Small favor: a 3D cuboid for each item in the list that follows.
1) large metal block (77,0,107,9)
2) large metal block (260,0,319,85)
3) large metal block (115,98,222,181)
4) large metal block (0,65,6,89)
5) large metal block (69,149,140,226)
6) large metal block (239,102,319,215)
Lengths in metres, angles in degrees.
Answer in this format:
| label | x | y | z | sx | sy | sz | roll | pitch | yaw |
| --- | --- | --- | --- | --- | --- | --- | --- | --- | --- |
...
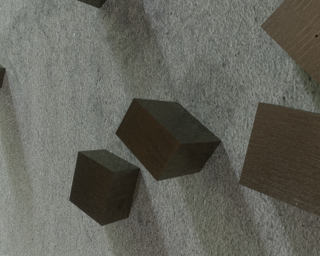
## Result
| label | x | y | z | sx | sy | sz | roll | pitch | yaw |
| --- | --- | --- | --- | --- | --- | --- | --- | --- | --- |
| large metal block | -0.101 | -0.247 | 0.472 | 0.080 | 0.050 | 0.080 | -35 | 69 | 34 |
| large metal block | 0.151 | -0.088 | 0.264 | 0.080 | 0.050 | 0.080 | -48 | 62 | 29 |
| large metal block | 0.010 | 0.011 | 0.361 | 0.080 | 0.081 | 0.050 | 45 | 117 | 30 |
| large metal block | -0.420 | -0.132 | 0.716 | 0.080 | 0.081 | 0.050 | 31 | 109 | 36 |
| large metal block | -0.083 | 0.084 | 0.458 | 0.080 | 0.050 | 0.079 | 22 | 104 | 38 |
| large metal block | 0.128 | 0.025 | 0.283 | 0.080 | 0.050 | 0.079 | 18 | 102 | 38 |
